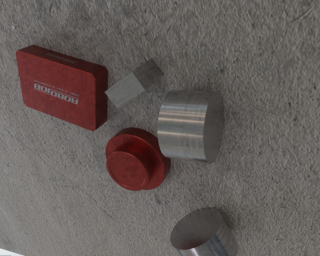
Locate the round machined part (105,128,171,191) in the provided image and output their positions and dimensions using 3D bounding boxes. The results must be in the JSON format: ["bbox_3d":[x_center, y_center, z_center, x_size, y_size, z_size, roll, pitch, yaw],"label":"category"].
[{"bbox_3d":[-0.038,0.052,0.448,0.098,0.042,0.097,13,124,21],"label":"round machined part"}]

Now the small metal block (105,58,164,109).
[{"bbox_3d":[-0.030,-0.054,0.373,0.050,0.050,0.025,-28,103,37],"label":"small metal block"}]

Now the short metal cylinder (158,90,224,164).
[{"bbox_3d":[0.038,-0.002,0.350,0.050,0.080,0.079,6,121,25],"label":"short metal cylinder"}]

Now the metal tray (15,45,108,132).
[{"bbox_3d":[-0.139,-0.057,0.441,0.130,0.030,0.089,19,126,16],"label":"metal tray"}]

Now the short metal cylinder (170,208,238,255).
[{"bbox_3d":[0.062,0.159,0.437,0.080,0.080,0.050,-20,108,35],"label":"short metal cylinder"}]
